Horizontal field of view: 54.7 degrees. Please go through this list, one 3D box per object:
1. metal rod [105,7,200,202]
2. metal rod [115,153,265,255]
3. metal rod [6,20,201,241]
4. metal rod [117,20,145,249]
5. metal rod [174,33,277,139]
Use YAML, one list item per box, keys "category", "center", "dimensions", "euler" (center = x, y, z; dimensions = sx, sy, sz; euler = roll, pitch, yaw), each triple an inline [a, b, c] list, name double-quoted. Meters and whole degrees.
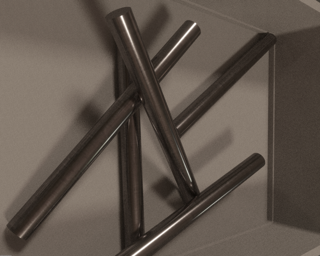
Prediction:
- category: "metal rod"
  center: [0.008, 0.007, 0.367]
  dimensions: [0.025, 0.025, 0.299]
  euler: [-47, 133, -30]
- category: "metal rod"
  center: [0.041, 0.108, 0.403]
  dimensions: [0.302, 0.025, 0.025]
  euler: [-27, 108, -33]
- category: "metal rod"
  center: [-0.047, -0.013, 0.341]
  dimensions: [0.300, 0.025, 0.025]
  euler: [-52, 121, -18]
- category: "metal rod"
  center: [-0.035, 0.022, 0.378]
  dimensions: [0.025, 0.025, 0.298]
  euler: [-4, 93, -40]
- category: "metal rod"
  center: [0.113, -0.081, 0.503]
  dimensions: [0.302, 0.025, 0.025]
  euler: [-42, 116, -32]
